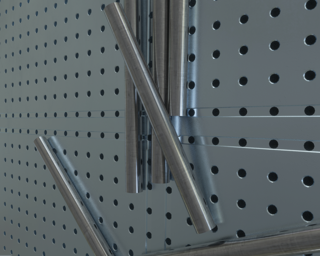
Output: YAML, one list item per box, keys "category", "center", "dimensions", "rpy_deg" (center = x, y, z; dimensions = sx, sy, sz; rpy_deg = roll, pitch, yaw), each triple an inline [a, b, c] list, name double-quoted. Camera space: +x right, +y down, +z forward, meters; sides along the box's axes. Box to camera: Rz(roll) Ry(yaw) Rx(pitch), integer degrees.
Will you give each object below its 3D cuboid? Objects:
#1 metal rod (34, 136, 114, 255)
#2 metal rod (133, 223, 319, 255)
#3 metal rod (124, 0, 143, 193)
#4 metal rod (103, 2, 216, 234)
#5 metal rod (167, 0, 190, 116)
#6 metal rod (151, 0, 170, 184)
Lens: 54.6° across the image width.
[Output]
- category: "metal rod"
  center: [-0.148, 0.125, 0.533]
  dimensions: [0.300, 0.025, 0.025]
  rpy_deg: [50, 119, 28]
- category: "metal rod"
  center: [0.071, 0.141, 0.351]
  dimensions: [0.299, 0.025, 0.025]
  rpy_deg: [-27, 73, 37]
- category: "metal rod"
  center: [-0.038, -0.059, 0.441]
  dimensions: [0.025, 0.025, 0.298]
  rpy_deg: [-1, 89, 40]
- category: "metal rod"
  center: [-0.003, -0.017, 0.383]
  dimensions: [0.025, 0.025, 0.299]
  rpy_deg: [-28, 82, 37]
- category: "metal rod"
  center: [0.025, -0.164, 0.389]
  dimensions: [0.025, 0.025, 0.298]
  rpy_deg: [2, 91, 40]
- category: "metal rod"
  center: [0.002, -0.078, 0.408]
  dimensions: [0.025, 0.025, 0.298]
  rpy_deg: [1, 91, 40]
